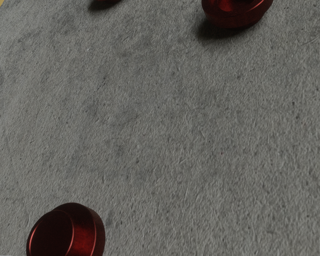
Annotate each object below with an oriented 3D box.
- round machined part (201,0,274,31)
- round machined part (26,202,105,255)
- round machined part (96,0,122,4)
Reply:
[{"bbox_3d":[0.113,-0.179,0.444,0.098,0.042,0.098,-13,56,21],"label":"round machined part"},{"bbox_3d":[-0.119,0.137,0.371,0.098,0.042,0.098,-13,56,21],"label":"round machined part"},{"bbox_3d":[-0.095,-0.289,0.620,0.098,0.042,0.098,-13,56,21],"label":"round machined part"}]
